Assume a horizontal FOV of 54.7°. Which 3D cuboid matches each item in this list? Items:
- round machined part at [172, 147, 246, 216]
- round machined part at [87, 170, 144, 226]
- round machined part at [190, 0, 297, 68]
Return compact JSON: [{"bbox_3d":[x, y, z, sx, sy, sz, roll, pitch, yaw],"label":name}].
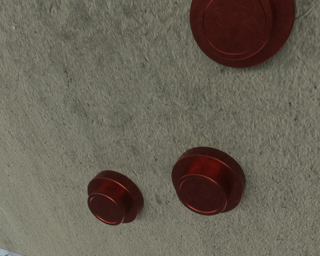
[{"bbox_3d":[0.060,0.077,0.412,0.098,0.042,0.097,13,124,21],"label":"round machined part"},{"bbox_3d":[-0.080,0.122,0.514,0.098,0.042,0.097,13,124,21],"label":"round machined part"},{"bbox_3d":[0.074,-0.103,0.293,0.098,0.042,0.097,13,124,21],"label":"round machined part"}]
